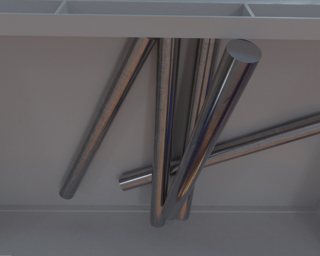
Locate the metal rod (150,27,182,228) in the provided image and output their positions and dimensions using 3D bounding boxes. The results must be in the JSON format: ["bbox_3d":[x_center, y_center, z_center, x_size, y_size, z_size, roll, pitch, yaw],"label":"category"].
[{"bbox_3d":[0.003,0.022,0.404,0.025,0.025,0.298,2,123,-2],"label":"metal rod"}]

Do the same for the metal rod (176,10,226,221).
[{"bbox_3d":[0.043,0.008,0.393,0.025,0.025,0.298,3,123,-3],"label":"metal rod"}]

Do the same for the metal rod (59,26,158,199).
[{"bbox_3d":[-0.081,0.002,0.409,0.025,0.025,0.298,21,127,-17],"label":"metal rod"}]

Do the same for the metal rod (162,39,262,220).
[{"bbox_3d":[0.036,0.034,0.330,0.025,0.025,0.298,6,143,-6],"label":"metal rod"}]

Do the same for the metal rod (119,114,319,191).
[{"bbox_3d":[0.080,0.039,0.442,0.301,0.025,0.025,-19,128,15],"label":"metal rod"}]
